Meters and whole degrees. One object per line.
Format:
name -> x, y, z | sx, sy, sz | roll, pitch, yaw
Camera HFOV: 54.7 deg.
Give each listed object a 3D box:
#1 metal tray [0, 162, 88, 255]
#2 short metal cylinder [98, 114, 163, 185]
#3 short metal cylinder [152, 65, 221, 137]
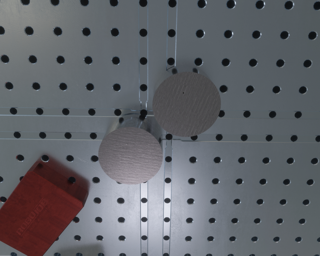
metal tray -> -0.180, 0.124, 0.455 | 0.090, 0.030, 0.130 | 36, 106, -13
short metal cylinder -> -0.037, 0.027, 0.410 | 0.081, 0.050, 0.079 | 0, 110, 0
short metal cylinder -> 0.031, -0.035, 0.387 | 0.081, 0.050, 0.079 | 0, 110, 0
